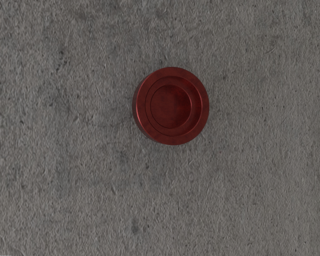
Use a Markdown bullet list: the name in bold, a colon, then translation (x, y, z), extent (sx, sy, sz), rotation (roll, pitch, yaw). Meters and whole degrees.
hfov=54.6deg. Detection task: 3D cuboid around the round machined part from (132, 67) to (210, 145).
- **round machined part**: translation (0.011, -0.027, 0.404), extent (0.099, 0.042, 0.097), rotation (0, 90, -20)
